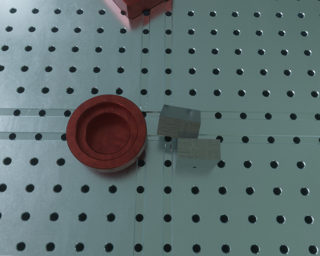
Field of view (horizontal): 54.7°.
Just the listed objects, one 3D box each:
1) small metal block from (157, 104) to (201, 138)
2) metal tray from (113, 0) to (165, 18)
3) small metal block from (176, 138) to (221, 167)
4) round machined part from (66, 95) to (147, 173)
[{"bbox_3d":[0.025,-0.008,0.399,0.050,0.050,0.025,10,111,3],"label":"small metal block"},{"bbox_3d":[-0.049,-0.248,0.499,0.090,0.030,0.130,-34,74,-12],"label":"metal tray"},{"bbox_3d":[0.046,0.032,0.387,0.050,0.050,0.025,2,72,0],"label":"small metal block"},{"bbox_3d":[-0.066,0.010,0.398,0.099,0.042,0.098,0,70,-1],"label":"round machined part"}]
